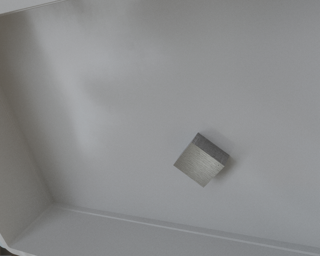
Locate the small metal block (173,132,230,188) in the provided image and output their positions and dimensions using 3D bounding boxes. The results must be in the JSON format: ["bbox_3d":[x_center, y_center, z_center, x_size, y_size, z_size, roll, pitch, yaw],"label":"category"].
[{"bbox_3d":[0.054,0.042,0.407,0.050,0.025,0.050,36,129,4],"label":"small metal block"}]
